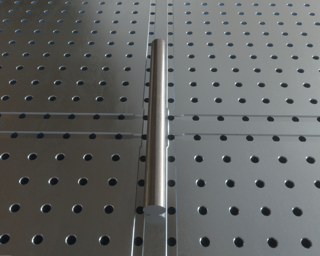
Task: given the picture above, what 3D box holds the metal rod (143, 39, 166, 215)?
[{"bbox_3d":[-0.004,-0.026,0.430,0.025,0.025,0.300,1,50,0],"label":"metal rod"}]
